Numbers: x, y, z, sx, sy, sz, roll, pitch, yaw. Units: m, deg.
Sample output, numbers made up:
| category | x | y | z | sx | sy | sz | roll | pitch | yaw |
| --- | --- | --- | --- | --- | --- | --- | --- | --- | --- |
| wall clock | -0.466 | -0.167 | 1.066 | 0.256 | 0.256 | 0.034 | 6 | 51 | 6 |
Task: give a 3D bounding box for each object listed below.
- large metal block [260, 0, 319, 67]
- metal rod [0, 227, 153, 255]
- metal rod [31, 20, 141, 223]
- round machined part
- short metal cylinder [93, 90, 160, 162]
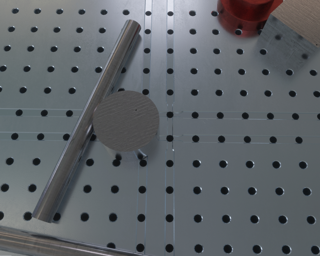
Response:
| category | x | y | z | sx | sy | sz | roll | pitch | yaw |
| --- | --- | --- | --- | --- | --- | --- | --- | --- | --- |
| large metal block | 0.211 | -0.151 | 0.455 | 0.080 | 0.050 | 0.080 | 43 | 75 | 14 |
| metal rod | -0.124 | 0.140 | 0.359 | 0.302 | 0.025 | 0.025 | 10 | 70 | 3 |
| metal rod | -0.091 | -0.023 | 0.419 | 0.025 | 0.025 | 0.300 | 19 | 71 | 7 |
| round machined part | 0.141 | -0.204 | 0.478 | 0.099 | 0.042 | 0.098 | 0 | 70 | -1 |
| short metal cylinder | -0.041 | -0.001 | 0.398 | 0.081 | 0.050 | 0.080 | 0 | 70 | 0 |
